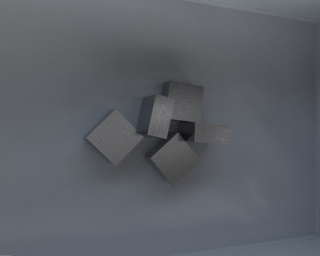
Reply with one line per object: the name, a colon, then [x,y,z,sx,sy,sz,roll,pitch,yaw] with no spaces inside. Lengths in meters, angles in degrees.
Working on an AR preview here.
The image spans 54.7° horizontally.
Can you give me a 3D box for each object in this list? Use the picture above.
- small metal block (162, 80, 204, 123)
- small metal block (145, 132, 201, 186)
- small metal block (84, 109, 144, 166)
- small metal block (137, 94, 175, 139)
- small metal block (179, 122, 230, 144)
small metal block: [0.029,-0.034,0.421,0.050,0.025,0.050,7,88,-20]
small metal block: [0.017,0.041,0.416,0.050,0.025,0.050,-43,104,-15]
small metal block: [-0.058,0.012,0.388,0.050,0.025,0.050,-47,105,-14]
small metal block: [-0.007,-0.014,0.393,0.025,0.050,0.050,13,86,-20]
small metal block: [0.058,0.007,0.418,0.050,0.050,0.025,3,89,-20]
